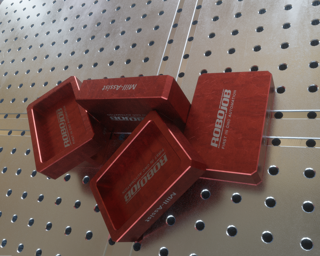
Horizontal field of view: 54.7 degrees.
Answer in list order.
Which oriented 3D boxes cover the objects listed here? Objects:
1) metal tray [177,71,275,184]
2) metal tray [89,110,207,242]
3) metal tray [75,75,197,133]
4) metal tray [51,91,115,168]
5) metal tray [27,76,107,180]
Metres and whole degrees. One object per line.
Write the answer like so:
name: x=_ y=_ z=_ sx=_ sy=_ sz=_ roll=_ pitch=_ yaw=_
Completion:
metal tray: x=0.079 y=-0.005 z=0.365 sx=0.090 sy=0.030 sz=0.130 roll=3 pitch=63 yaw=29
metal tray: x=-0.020 y=0.055 z=0.356 sx=0.130 sy=0.030 sz=0.090 roll=-48 pitch=50 yaw=16
metal tray: x=-0.029 y=-0.026 z=0.395 sx=0.130 sy=0.090 sz=0.030 roll=2 pitch=63 yaw=28
metal tray: x=-0.116 y=-0.007 z=0.468 sx=0.090 sy=0.030 sz=0.130 roll=-1 pitch=62 yaw=27
metal tray: x=-0.135 y=-0.004 z=0.436 sx=0.090 sy=0.030 sz=0.130 roll=-32 pitch=52 yaw=6
